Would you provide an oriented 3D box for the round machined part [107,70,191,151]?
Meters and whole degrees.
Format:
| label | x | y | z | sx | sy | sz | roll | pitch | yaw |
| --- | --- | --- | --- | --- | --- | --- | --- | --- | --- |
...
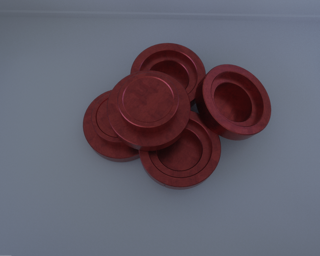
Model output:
| label | x | y | z | sx | sy | sz | roll | pitch | yaw |
| --- | --- | --- | --- | --- | --- | --- | --- | --- | --- |
| round machined part | -0.013 | -0.026 | 0.362 | 0.099 | 0.042 | 0.098 | 0 | 70 | -1 |

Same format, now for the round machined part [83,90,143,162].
| label | x | y | z | sx | sy | sz | roll | pitch | yaw |
| --- | --- | --- | --- | --- | --- | --- | --- | --- | --- |
| round machined part | -0.050 | -0.008 | 0.399 | 0.099 | 0.042 | 0.098 | 0 | 70 | -1 |

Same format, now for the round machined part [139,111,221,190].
| label | x | y | z | sx | sy | sz | roll | pitch | yaw |
| --- | --- | --- | --- | --- | --- | --- | --- | --- | --- |
| round machined part | 0.024 | 0.029 | 0.388 | 0.099 | 0.042 | 0.098 | 0 | 70 | -1 |

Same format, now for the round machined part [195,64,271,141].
| label | x | y | z | sx | sy | sz | roll | pitch | yaw |
| --- | --- | --- | --- | --- | --- | --- | --- | --- | --- |
| round machined part | 0.089 | -0.030 | 0.399 | 0.099 | 0.042 | 0.098 | 8 | 66 | -19 |

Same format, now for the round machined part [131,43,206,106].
| label | x | y | z | sx | sy | sz | roll | pitch | yaw |
| --- | --- | --- | --- | --- | --- | --- | --- | --- | --- |
| round machined part | 0.011 | -0.063 | 0.422 | 0.099 | 0.042 | 0.098 | 0 | 70 | -1 |
